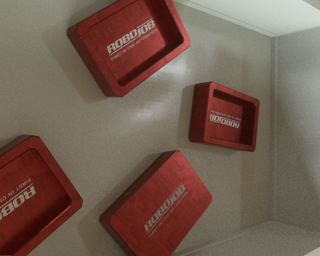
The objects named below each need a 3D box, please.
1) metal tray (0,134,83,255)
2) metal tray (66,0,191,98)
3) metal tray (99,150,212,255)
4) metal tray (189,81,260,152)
[{"bbox_3d":[-0.147,0.077,0.280,0.131,0.030,0.090,-41,115,-32],"label":"metal tray"},{"bbox_3d":[-0.031,-0.107,0.368,0.131,0.030,0.090,-41,116,-26],"label":"metal tray"},{"bbox_3d":[0.001,0.102,0.393,0.131,0.030,0.090,-43,105,-31],"label":"metal tray"},{"bbox_3d":[0.106,-0.014,0.491,0.131,0.030,0.090,12,82,-39],"label":"metal tray"}]
